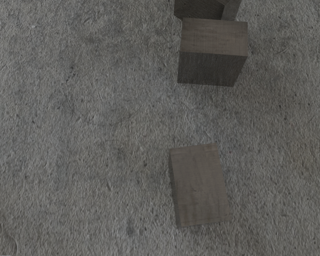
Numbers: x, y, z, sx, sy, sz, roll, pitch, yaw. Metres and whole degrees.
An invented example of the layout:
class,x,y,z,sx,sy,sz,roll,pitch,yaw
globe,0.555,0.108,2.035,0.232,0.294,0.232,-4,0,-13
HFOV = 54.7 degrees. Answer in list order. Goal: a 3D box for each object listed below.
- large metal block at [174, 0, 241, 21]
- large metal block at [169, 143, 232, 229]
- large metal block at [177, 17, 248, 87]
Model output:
class,x,y,z,sx,sy,sz,roll,pitch,yaw
large metal block,0.068,-0.184,0.447,0.080,0.080,0.050,39,75,13
large metal block,0.041,0.069,0.354,0.050,0.080,0.080,-7,70,-3
large metal block,0.067,-0.098,0.415,0.080,0.080,0.050,5,70,2
